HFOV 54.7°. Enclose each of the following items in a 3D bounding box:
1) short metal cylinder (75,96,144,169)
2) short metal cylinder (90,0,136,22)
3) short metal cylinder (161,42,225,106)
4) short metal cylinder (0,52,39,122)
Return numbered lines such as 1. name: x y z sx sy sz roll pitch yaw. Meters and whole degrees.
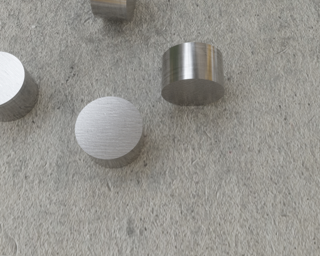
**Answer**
1. short metal cylinder: -0.061 0.007 0.392 0.081 0.050 0.080 0 70 0
2. short metal cylinder: -0.065 -0.199 0.451 0.050 0.080 0.080 8 70 3
3. short metal cylinder: 0.042 -0.067 0.404 0.080 0.080 0.050 1 70 0
4. short metal cylinder: -0.211 -0.054 0.413 0.081 0.050 0.080 0 70 0
